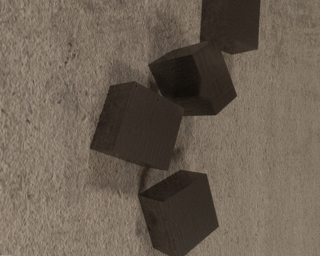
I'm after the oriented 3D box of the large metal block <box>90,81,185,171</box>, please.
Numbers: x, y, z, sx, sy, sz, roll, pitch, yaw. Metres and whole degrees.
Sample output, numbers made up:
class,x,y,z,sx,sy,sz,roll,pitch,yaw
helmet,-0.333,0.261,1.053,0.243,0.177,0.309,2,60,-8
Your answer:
class,x,y,z,sx,sy,sz,roll,pitch,yaw
large metal block,-0.025,0.000,0.369,0.080,0.050,0.080,25,74,-38

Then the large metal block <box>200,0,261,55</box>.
class,x,y,z,sx,sy,sz,roll,pitch,yaw
large metal block,0.110,-0.167,0.483,0.081,0.050,0.080,6,86,-40

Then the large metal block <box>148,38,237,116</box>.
class,x,y,z,sx,sy,sz,roll,pitch,yaw
large metal block,0.043,-0.063,0.407,0.050,0.080,0.080,-39,114,-33

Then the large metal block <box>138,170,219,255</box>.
class,x,y,z,sx,sy,sz,roll,pitch,yaw
large metal block,0.026,0.111,0.413,0.081,0.050,0.080,-24,106,-38
